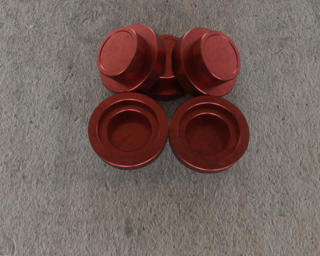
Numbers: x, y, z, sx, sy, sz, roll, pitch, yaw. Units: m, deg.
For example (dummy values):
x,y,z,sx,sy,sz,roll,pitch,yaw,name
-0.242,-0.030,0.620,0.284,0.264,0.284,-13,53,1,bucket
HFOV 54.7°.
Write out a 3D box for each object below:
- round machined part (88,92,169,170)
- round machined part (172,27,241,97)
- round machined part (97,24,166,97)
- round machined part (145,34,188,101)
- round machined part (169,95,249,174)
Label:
x,y,z,sx,sy,sz,roll,pitch,yaw,name
-0.039,0.006,0.397,0.099,0.042,0.098,0,70,-1,round machined part
0.068,-0.088,0.410,0.099,0.042,0.098,8,74,-30,round machined part
-0.044,-0.093,0.408,0.098,0.042,0.098,-10,71,31,round machined part
0.007,-0.090,0.433,0.099,0.042,0.098,0,70,-1,round machined part
0.060,0.011,0.397,0.099,0.042,0.098,0,70,-1,round machined part
